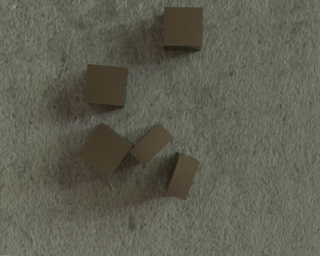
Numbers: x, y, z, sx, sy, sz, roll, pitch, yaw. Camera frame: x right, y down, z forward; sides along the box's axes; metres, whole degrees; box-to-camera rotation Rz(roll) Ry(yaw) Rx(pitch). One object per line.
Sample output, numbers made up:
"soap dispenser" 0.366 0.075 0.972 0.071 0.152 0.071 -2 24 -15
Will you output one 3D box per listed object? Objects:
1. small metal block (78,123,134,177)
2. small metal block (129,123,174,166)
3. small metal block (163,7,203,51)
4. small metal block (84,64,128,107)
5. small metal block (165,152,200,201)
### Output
"small metal block" -0.070 0.028 0.409 0.050 0.025 0.050 35 90 -1
"small metal block" -0.010 0.020 0.397 0.050 0.050 0.025 -44 91 0
"small metal block" 0.030 -0.131 0.410 0.050 0.025 0.050 1 90 -1
"small metal block" -0.070 -0.055 0.409 0.050 0.025 0.050 5 90 -1
"small metal block" 0.028 0.060 0.398 0.025 0.050 0.050 20 90 0
